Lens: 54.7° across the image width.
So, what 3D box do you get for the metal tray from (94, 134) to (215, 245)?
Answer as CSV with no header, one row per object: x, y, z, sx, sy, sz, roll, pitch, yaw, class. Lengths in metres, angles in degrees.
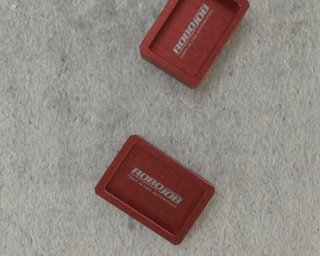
-0.006,0.079,0.407,0.130,0.030,0.090,34,90,-1,metal tray

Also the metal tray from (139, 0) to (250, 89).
0.044,-0.129,0.407,0.090,0.030,0.130,33,90,-1,metal tray
